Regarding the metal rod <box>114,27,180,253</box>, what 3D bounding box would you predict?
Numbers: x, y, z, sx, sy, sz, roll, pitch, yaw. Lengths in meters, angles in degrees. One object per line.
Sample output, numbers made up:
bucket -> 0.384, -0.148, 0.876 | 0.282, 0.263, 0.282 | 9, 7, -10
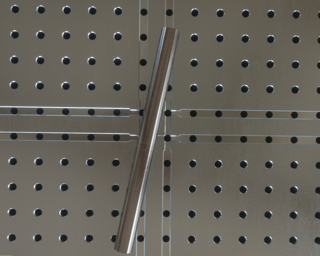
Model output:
metal rod -> -0.017, 0.016, 0.413 | 0.025, 0.025, 0.298 | 12, 90, -1
